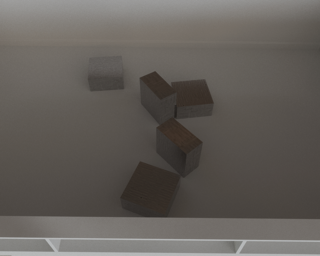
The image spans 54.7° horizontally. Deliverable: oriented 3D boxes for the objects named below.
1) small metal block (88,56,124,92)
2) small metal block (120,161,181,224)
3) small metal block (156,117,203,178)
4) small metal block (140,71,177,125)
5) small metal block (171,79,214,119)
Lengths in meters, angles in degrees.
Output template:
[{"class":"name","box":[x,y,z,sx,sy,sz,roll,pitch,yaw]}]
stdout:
[{"class":"small metal block","box":[-0.082,-0.084,0.475,0.050,0.025,0.050,-5,50,-4]},{"class":"small metal block","box":[-0.009,0.071,0.345,0.050,0.025,0.050,18,52,14]},{"class":"small metal block","box":[0.022,0.024,0.369,0.025,0.050,0.050,-34,58,-25]},{"class":"small metal block","box":[-0.003,-0.040,0.423,0.025,0.050,0.050,-27,55,-21]},{"class":"small metal block","box":[0.044,-0.042,0.441,0.050,0.025,0.050,-6,50,-6]}]
